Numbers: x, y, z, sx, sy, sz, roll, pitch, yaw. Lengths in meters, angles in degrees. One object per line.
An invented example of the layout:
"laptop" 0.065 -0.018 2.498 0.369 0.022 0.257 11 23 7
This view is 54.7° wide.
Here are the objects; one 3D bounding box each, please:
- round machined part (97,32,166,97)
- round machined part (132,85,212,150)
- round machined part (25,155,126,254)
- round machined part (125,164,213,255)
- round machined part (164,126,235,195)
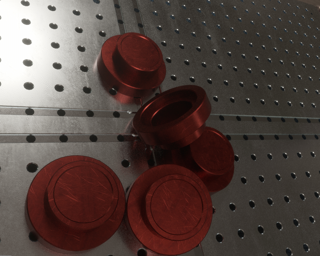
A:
"round machined part" -0.035 -0.096 0.438 0.099 0.042 0.098 14 56 -21
"round machined part" 0.018 -0.010 0.390 0.098 0.098 0.042 -55 128 -39
"round machined part" -0.080 0.072 0.311 0.099 0.042 0.098 14 56 -21
"round machined part" 0.013 0.087 0.337 0.099 0.042 0.098 5 71 -14
"round machined part" 0.058 0.037 0.408 0.099 0.042 0.098 14 56 -21
